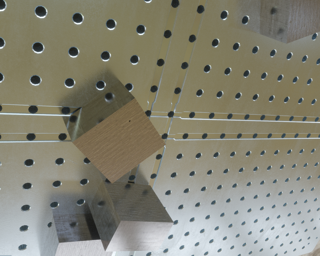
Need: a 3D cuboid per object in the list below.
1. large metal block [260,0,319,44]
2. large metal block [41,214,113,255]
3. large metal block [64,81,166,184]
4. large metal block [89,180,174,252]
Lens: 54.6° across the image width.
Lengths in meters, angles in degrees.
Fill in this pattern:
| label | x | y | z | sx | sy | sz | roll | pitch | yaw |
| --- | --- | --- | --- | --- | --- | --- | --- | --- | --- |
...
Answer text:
| label | x | y | z | sx | sy | sz | roll | pitch | yaw |
| --- | --- | --- | --- | --- | --- | --- | --- | --- | --- |
| large metal block | 0.176 | -0.162 | 0.390 | 0.080 | 0.050 | 0.080 | -22 | 127 | -15 |
| large metal block | -0.115 | 0.169 | 0.436 | 0.081 | 0.050 | 0.080 | 8 | 114 | -32 |
| large metal block | -0.052 | 0.006 | 0.369 | 0.080 | 0.050 | 0.080 | -36 | 129 | -4 |
| large metal block | -0.041 | 0.120 | 0.427 | 0.081 | 0.080 | 0.050 | 14 | 111 | -34 |
